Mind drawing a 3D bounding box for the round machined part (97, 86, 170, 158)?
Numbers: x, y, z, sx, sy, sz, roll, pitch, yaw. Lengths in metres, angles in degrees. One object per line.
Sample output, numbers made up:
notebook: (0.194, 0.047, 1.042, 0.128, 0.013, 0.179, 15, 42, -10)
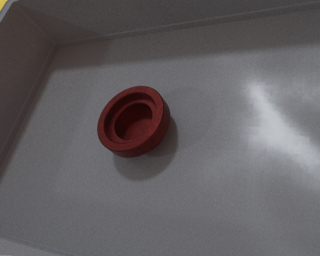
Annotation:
round machined part: (-0.031, -0.004, 0.415, 0.098, 0.042, 0.098, -13, 56, 21)
